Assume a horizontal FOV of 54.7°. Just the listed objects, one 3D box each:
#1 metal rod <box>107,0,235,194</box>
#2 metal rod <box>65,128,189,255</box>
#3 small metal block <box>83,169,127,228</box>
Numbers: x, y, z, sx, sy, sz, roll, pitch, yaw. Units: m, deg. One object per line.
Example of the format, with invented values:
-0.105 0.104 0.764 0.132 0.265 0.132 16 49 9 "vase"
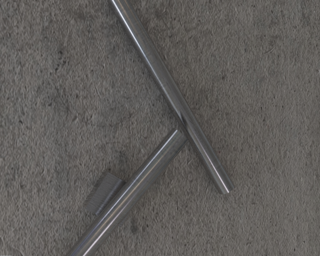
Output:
0.020 -0.039 0.416 0.025 0.025 0.299 -34 101 -17 "metal rod"
-0.072 0.122 0.358 0.025 0.025 0.300 41 86 -16 "metal rod"
-0.059 0.087 0.388 0.050 0.025 0.050 34 79 -17 "small metal block"
